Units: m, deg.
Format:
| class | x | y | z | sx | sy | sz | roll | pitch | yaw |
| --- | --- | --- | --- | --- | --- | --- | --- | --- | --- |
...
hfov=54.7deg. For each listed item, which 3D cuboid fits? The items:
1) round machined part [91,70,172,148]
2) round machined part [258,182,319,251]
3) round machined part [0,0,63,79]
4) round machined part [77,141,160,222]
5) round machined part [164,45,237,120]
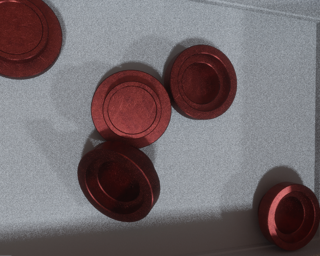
| class | x | y | z | sx | sy | sz | roll | pitch | yaw |
| --- | --- | --- | --- | --- | --- | --- | --- | --- | --- |
| round machined part | -0.034 | -0.022 | 0.378 | 0.099 | 0.042 | 0.097 | -1 | 94 | -7 |
| round machined part | 0.190 | 0.130 | 0.471 | 0.099 | 0.042 | 0.097 | 0 | 90 | -20 |
| round machined part | -0.159 | -0.105 | 0.342 | 0.099 | 0.042 | 0.097 | 0 | 90 | -20 |
| round machined part | -0.044 | 0.059 | 0.366 | 0.098 | 0.098 | 0.042 | 60 | 33 | -11 |
| round machined part | 0.051 | -0.059 | 0.420 | 0.099 | 0.042 | 0.097 | 0 | 90 | -20 |
